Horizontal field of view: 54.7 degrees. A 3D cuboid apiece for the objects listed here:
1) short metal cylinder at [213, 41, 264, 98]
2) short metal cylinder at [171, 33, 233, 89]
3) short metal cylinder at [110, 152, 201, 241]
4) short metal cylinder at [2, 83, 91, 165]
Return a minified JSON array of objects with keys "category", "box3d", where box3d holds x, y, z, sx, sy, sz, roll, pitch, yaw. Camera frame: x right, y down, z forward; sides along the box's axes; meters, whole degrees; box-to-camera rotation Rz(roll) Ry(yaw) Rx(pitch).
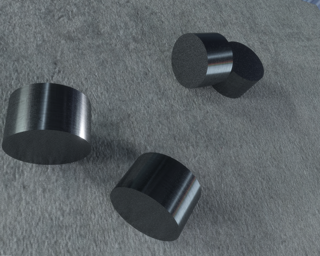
[{"category":"short metal cylinder","box3d":[0.124,-0.096,0.516,0.081,0.050,0.080,14,56,-21]},{"category":"short metal cylinder","box3d":[0.062,-0.102,0.466,0.050,0.080,0.080,-14,69,-34]},{"category":"short metal cylinder","box3d":[-0.004,0.072,0.324,0.080,0.080,0.050,40,51,-2]},{"category":"short metal cylinder","box3d":[-0.110,-0.001,0.311,0.081,0.080,0.050,8,59,-25]}]
